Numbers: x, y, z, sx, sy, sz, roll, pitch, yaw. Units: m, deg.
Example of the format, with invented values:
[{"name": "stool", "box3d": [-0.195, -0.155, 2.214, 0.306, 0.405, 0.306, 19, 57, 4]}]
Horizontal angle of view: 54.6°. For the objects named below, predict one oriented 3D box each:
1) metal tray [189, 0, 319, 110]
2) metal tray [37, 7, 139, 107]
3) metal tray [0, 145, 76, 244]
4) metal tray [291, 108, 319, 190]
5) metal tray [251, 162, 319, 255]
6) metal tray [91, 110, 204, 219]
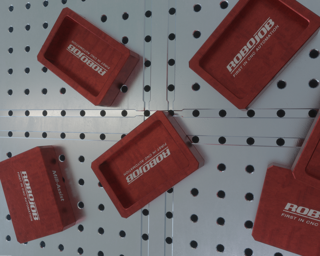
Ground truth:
[{"name": "metal tray", "box3d": [0.110, -0.097, 0.371, 0.090, 0.030, 0.130, 43, 103, 15]}, {"name": "metal tray", "box3d": [-0.106, -0.102, 0.447, 0.130, 0.030, 0.090, 37, 102, 16]}, {"name": "metal tray", "box3d": [-0.192, 0.102, 0.479, 0.090, 0.030, 0.129, -21, 83, 18]}, {"name": "metal tray", "box3d": [0.200, 0.008, 0.306, 0.090, 0.030, 0.129, 25, 98, 18]}, {"name": "metal tray", "box3d": [0.179, 0.099, 0.347, 0.130, 0.030, 0.090, 13, 94, 19]}, {"name": "metal tray", "box3d": [-0.019, 0.049, 0.416, 0.130, 0.030, 0.090, -38, 78, 16]}]
